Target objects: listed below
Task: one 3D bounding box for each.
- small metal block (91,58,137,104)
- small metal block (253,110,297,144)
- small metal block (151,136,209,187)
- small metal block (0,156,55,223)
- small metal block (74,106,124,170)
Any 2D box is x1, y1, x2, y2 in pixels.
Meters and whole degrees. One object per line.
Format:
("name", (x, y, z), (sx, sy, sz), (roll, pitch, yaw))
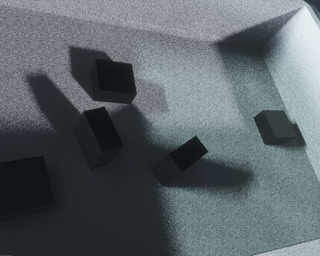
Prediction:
("small metal block", (-0.062, -0.061, 0.411), (0.050, 0.025, 0.050), (3, 60, -27))
("small metal block", (0.190, -0.002, 0.512), (0.050, 0.025, 0.050), (-1, 62, -29))
("small metal block", (0.024, 0.041, 0.379), (0.050, 0.050, 0.025), (-31, 79, -38))
("small metal block", (-0.135, 0.058, 0.298), (0.050, 0.025, 0.050), (-8, 66, -32))
("small metal block", (-0.070, 0.012, 0.346), (0.025, 0.050, 0.050), (-17, 71, -35))
